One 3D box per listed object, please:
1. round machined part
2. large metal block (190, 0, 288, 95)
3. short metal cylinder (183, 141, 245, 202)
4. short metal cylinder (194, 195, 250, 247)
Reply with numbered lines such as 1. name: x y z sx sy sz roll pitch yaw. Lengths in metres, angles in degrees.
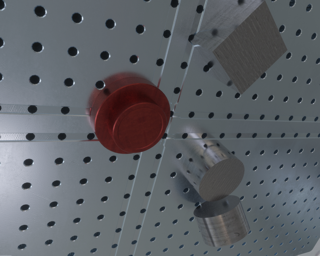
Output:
1. round machined part: -0.031 -0.009 0.378 0.099 0.042 0.097 -14 124 -21
2. large metal block: 0.099 -0.103 0.385 0.080 0.050 0.080 -45 129 3
3. short metal cylinder: 0.083 0.066 0.481 0.081 0.050 0.079 -14 124 -21
4. short metal cylinder: 0.103 0.153 0.517 0.081 0.080 0.050 -21 94 -16
